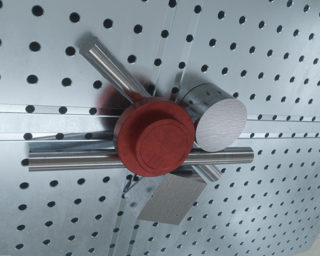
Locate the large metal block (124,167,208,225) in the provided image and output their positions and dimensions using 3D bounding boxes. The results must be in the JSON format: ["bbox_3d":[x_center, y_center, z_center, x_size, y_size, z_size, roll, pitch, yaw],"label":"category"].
[{"bbox_3d":[0.008,0.091,0.454,0.080,0.050,0.080,22,107,-37],"label":"large metal block"}]

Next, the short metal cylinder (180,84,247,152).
[{"bbox_3d":[0.071,-0.014,0.426,0.081,0.050,0.079,-14,125,-21],"label":"short metal cylinder"}]

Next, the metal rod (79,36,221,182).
[{"bbox_3d":[0.008,-0.004,0.415,0.025,0.025,0.300,-44,130,2],"label":"metal rod"}]

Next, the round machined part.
[{"bbox_3d":[-0.002,0.015,0.366,0.099,0.042,0.097,-8,113,-20],"label":"round machined part"}]

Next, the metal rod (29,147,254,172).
[{"bbox_3d":[-0.009,0.039,0.408,0.303,0.025,0.025,1,118,-21],"label":"metal rod"}]
